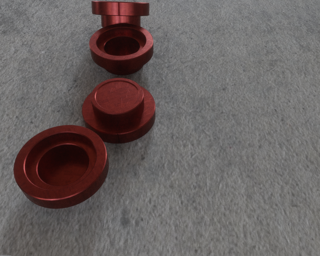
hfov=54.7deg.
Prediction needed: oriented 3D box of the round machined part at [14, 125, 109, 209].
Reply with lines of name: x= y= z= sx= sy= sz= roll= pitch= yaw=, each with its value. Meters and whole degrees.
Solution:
round machined part: x=-0.107 y=0.047 z=0.352 sx=0.099 sy=0.042 sz=0.098 roll=0 pitch=50 yaw=0

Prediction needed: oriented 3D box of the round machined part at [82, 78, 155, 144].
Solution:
round machined part: x=-0.055 y=-0.030 z=0.417 sx=0.099 sy=0.042 sz=0.098 roll=0 pitch=50 yaw=0

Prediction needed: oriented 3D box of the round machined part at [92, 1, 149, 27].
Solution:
round machined part: x=-0.068 y=-0.198 z=0.541 sx=0.099 sy=0.042 sz=0.098 roll=2 pitch=22 yaw=0

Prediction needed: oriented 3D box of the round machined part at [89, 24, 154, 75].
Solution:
round machined part: x=-0.060 y=-0.121 z=0.493 sx=0.099 sy=0.042 sz=0.098 roll=0 pitch=50 yaw=0
